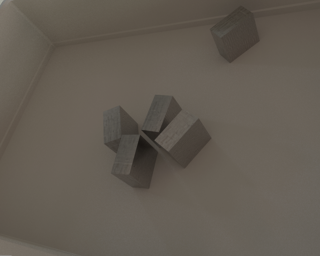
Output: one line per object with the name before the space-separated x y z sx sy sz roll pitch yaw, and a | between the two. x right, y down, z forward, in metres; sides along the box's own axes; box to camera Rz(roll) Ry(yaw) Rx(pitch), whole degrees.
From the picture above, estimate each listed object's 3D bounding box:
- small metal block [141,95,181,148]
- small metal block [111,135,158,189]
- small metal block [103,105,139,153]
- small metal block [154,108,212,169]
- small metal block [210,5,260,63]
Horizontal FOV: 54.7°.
small metal block | 0.007 -0.007 0.389 0.025 0.050 0.050 7 65 31
small metal block | -0.029 0.042 0.378 0.025 0.050 0.050 -1 62 28
small metal block | -0.050 0.007 0.410 0.025 0.050 0.050 -20 54 16
small metal block | 0.029 0.013 0.366 0.050 0.050 0.025 -48 52 -6
small metal block | 0.100 -0.124 0.412 0.050 0.050 0.025 -37 51 3
